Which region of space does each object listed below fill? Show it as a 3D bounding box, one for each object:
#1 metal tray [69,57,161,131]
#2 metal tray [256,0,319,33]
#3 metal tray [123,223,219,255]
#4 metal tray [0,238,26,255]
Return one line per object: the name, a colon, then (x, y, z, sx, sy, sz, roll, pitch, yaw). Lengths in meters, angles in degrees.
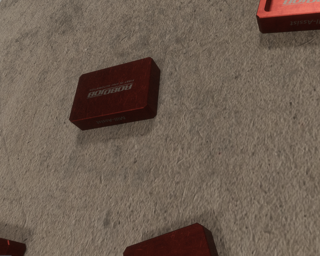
metal tray: (-0.067, -0.050, 0.465, 0.130, 0.030, 0.090, -9, 58, 23)
metal tray: (0.200, -0.170, 0.399, 0.130, 0.030, 0.090, 5, 64, 30)
metal tray: (0.019, 0.167, 0.288, 0.090, 0.030, 0.130, -24, 53, 13)
metal tray: (-0.250, 0.189, 0.414, 0.130, 0.030, 0.090, 0, 62, 27)
